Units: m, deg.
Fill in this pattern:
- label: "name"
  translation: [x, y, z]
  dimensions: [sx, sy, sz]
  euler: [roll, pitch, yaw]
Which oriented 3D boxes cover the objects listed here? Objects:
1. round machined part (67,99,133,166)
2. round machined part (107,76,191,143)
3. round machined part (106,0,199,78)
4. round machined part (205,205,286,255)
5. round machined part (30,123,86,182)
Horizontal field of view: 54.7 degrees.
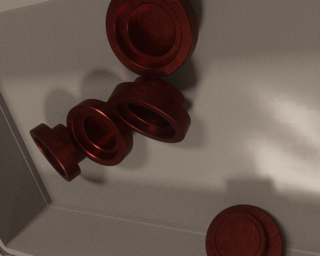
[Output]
- label: "round machined part"
  translation: [-0.079, 0.002, 0.435]
  dimensions: [0.098, 0.042, 0.097]
  euler: [17, 129, 23]
- label: "round machined part"
  translation: [-0.009, -0.025, 0.367]
  dimensions: [0.098, 0.042, 0.098]
  euler: [22, 159, 9]
- label: "round machined part"
  translation: [-0.005, -0.107, 0.333]
  dimensions: [0.098, 0.042, 0.097]
  euler: [13, 124, 20]
- label: "round machined part"
  translation: [0.103, 0.145, 0.392]
  dimensions: [0.098, 0.098, 0.042]
  euler: [-5, 148, 30]
- label: "round machined part"
  translation: [-0.153, 0.032, 0.480]
  dimensions: [0.098, 0.042, 0.097]
  euler: [38, 151, 26]
